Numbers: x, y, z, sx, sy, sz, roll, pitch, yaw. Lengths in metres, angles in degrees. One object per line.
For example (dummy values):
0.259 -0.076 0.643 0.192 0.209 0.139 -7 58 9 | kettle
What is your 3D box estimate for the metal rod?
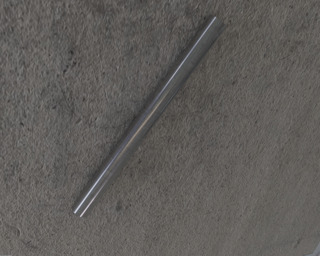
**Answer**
-0.020 -0.007 0.390 0.025 0.025 0.299 29 102 -38 | metal rod
